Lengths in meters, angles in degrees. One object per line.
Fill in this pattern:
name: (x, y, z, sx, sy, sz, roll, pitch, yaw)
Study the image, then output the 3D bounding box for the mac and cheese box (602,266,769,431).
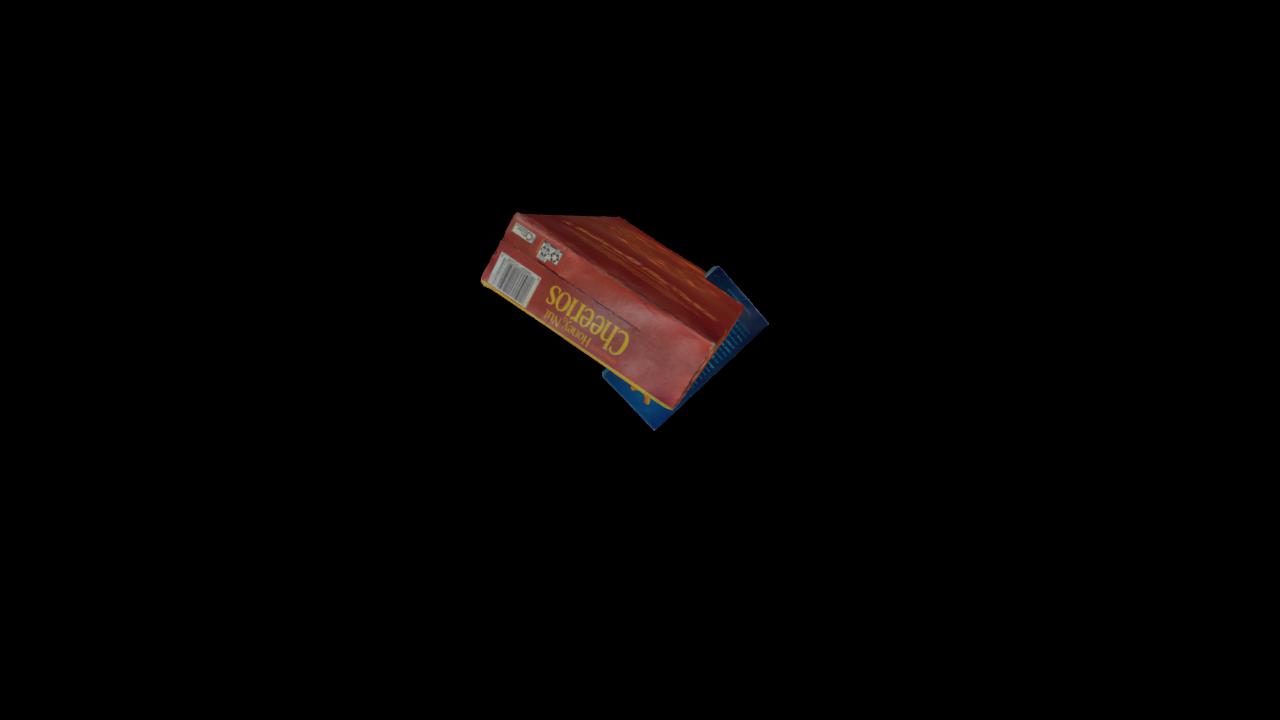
mac and cheese box: (0.052, -0.014, 0.722, 0.184, 0.093, 0.041, -43, 10, 1)

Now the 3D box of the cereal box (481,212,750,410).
cereal box: (0.000, -0.070, 0.643, 0.203, 0.081, 0.306, 34, 18, 5)
